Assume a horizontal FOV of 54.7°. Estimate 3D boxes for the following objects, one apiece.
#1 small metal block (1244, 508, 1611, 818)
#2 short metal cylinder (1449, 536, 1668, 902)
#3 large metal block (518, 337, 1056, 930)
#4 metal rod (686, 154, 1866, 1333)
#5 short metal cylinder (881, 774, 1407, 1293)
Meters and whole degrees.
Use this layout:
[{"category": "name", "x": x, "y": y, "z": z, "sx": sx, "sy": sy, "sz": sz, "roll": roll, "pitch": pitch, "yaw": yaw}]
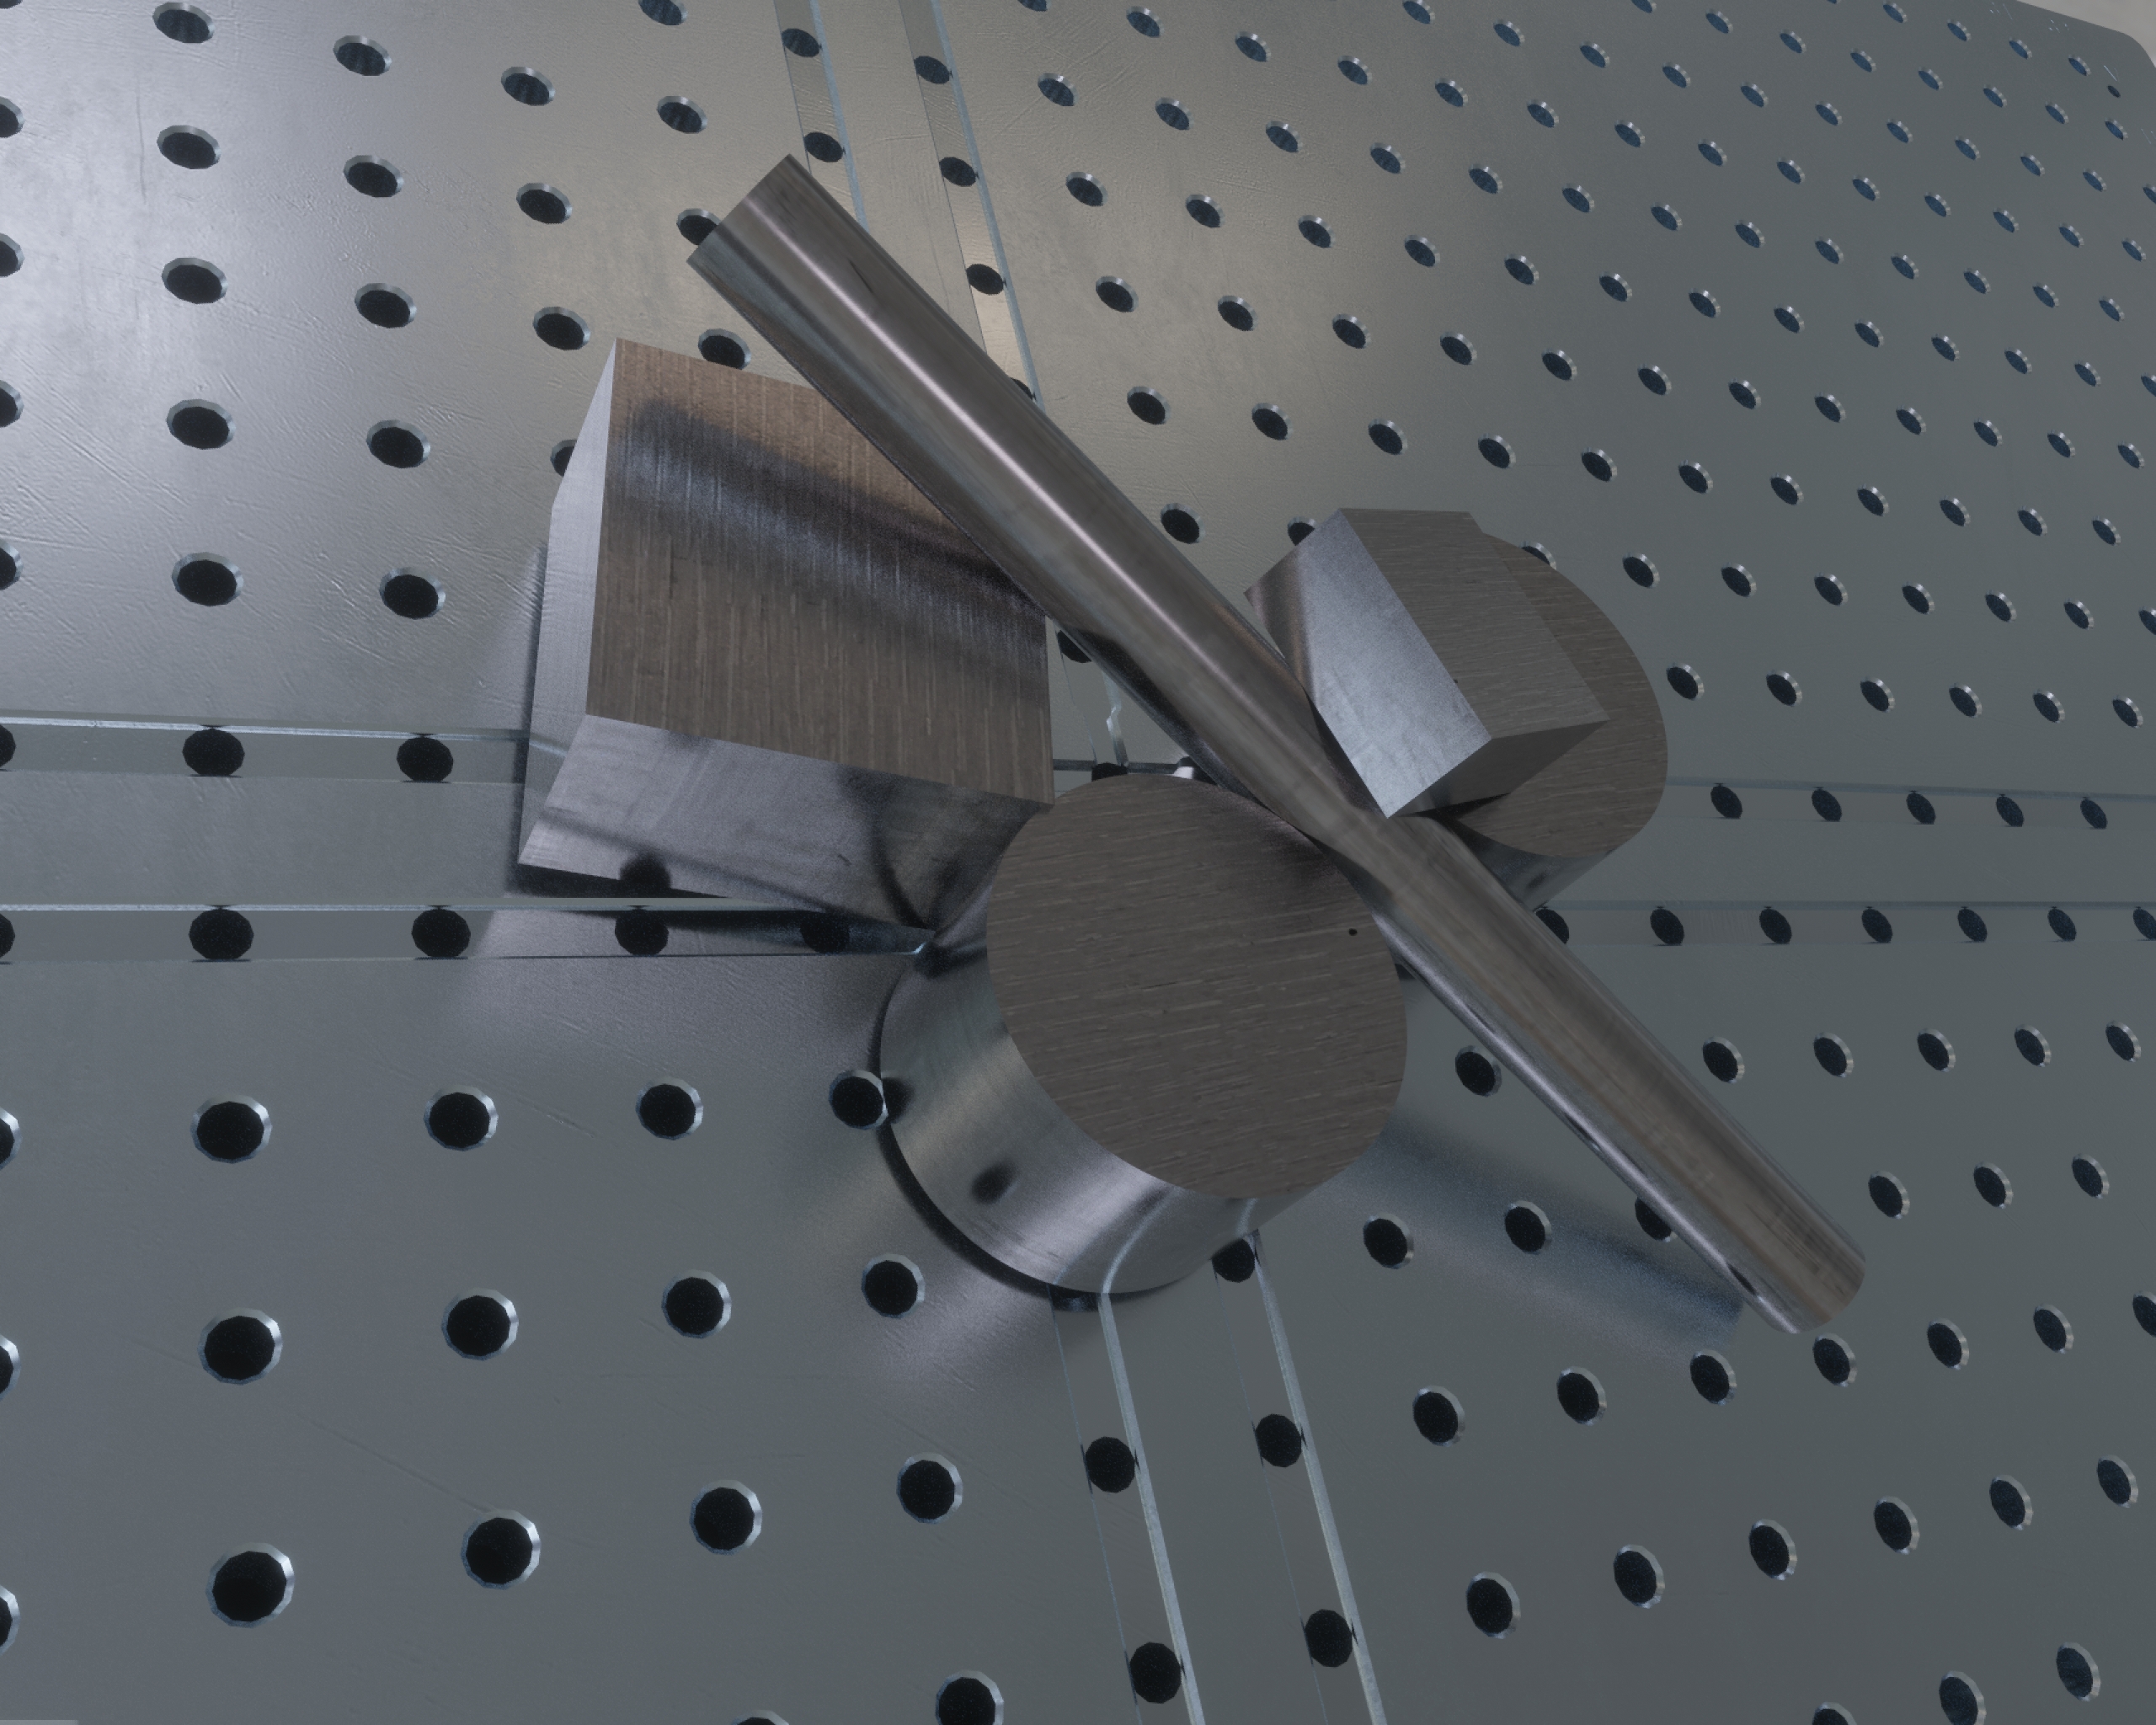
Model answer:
[{"category": "small metal block", "x": 0.066, "y": -0.038, "z": 0.389, "sx": 0.050, "sy": 0.025, "sz": 0.050, "roll": -11, "pitch": 66, "yaw": -52}, {"category": "short metal cylinder", "x": 0.077, "y": -0.025, "z": 0.444, "sx": 0.081, "sy": 0.050, "sz": 0.080, "roll": 14, "pitch": 56, "yaw": -21}, {"category": "large metal block", "x": -0.053, "y": -0.039, "z": 0.381, "sx": 0.081, "sy": 0.050, "sz": 0.080, "roll": 10, "pitch": 57, "yaw": -23}, {"category": "metal rod", "x": 0.048, "y": -0.011, "z": 0.391, "sx": 0.300, "sy": 0.025, "sz": 0.025, "roll": 43, "pitch": 50, "yaw": -17}, {"category": "short metal cylinder", "x": 0.011, "y": 0.031, "z": 0.375, "sx": 0.081, "sy": 0.050, "sz": 0.080, "roll": 14, "pitch": 56, "yaw": -21}]
